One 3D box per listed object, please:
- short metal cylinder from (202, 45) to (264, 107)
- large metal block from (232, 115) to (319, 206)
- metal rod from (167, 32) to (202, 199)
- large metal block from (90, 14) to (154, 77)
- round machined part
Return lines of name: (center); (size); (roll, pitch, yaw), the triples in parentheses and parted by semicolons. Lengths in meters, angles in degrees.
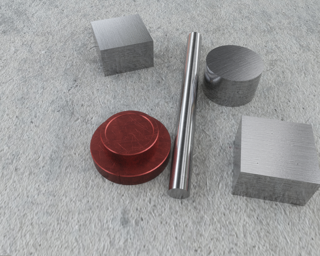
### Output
short metal cylinder: (0.105, -0.077, 0.453); (0.081, 0.050, 0.080); (0, 50, 0)
large metal block: (0.130, 0.036, 0.358); (0.080, 0.050, 0.080); (8, 50, 6)
metal rod: (0.040, -0.041, 0.438); (0.025, 0.025, 0.300); (6, 50, 4)
large metal block: (-0.061, -0.135, 0.500); (0.081, 0.050, 0.080); (-14, 52, -12)
round machined part: (-0.036, 0.017, 0.378); (0.099, 0.042, 0.098); (0, 50, 0)
